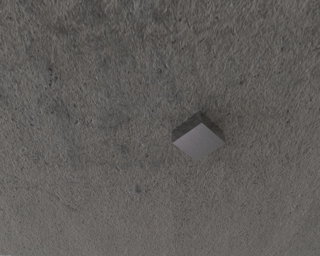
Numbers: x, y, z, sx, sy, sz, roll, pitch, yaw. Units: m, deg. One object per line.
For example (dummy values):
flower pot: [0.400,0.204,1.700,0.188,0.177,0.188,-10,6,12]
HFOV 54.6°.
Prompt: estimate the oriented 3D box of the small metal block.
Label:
small metal block: [0.052,0.012,0.418,0.050,0.025,0.050,-37,121,27]
